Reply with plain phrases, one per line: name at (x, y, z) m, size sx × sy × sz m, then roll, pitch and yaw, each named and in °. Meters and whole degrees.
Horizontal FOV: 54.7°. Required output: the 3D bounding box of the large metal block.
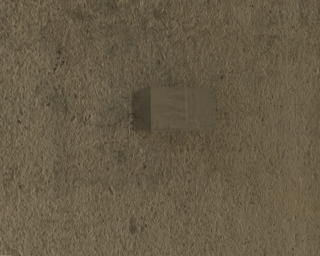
large metal block at (0.014, -0.022, 0.387) m, size 0.081 × 0.080 × 0.050 m, roll -1°, pitch 91°, yaw -20°
